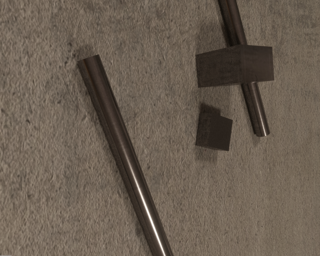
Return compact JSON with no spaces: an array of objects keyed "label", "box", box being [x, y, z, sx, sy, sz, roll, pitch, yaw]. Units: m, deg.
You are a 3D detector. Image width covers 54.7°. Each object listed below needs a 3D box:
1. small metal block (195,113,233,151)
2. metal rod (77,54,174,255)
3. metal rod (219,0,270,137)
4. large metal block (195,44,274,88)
[{"label":"small metal block","box":[0.084,0.007,0.478,0.050,0.025,0.050,15,81,-39]},{"label":"metal rod","box":[-0.033,0.059,0.379,0.025,0.025,0.298,-30,109,-36]},{"label":"metal rod","box":[0.139,-0.124,0.524,0.025,0.025,0.298,-32,110,-36]},{"label":"large metal block","box":[0.112,-0.091,0.466,0.081,0.080,0.050,-10,97,-40]}]
